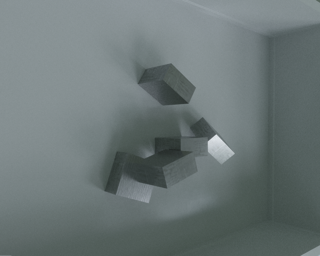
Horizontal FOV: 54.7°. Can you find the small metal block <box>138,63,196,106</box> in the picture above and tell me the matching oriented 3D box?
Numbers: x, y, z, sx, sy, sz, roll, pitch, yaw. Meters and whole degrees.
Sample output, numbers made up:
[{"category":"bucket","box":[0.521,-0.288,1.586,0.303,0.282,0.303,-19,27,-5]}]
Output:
[{"category":"small metal block","box":[0.009,-0.054,0.400,0.050,0.050,0.025,38,67,-34]}]

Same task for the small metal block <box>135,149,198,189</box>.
[{"category":"small metal block","box":[0.007,0.046,0.366,0.050,0.050,0.025,-21,104,-39]}]

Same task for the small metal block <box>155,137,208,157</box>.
[{"category":"small metal block","box":[0.029,0.025,0.417,0.050,0.050,0.025,-1,91,-40]}]

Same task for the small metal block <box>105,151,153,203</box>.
[{"category":"small metal block","box":[-0.033,0.061,0.381,0.050,0.025,0.050,25,74,-38]}]

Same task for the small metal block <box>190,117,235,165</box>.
[{"category":"small metal block","box":[0.076,0.018,0.454,0.025,0.050,0.050,-42,123,10]}]
